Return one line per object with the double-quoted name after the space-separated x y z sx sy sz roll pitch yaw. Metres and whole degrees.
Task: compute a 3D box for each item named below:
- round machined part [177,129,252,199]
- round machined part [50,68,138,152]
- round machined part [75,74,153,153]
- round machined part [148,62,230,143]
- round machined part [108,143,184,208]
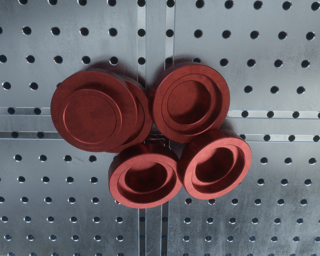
0.067 0.043 0.409 0.099 0.042 0.097 -11 123 -18 "round machined part"
-0.075 -0.016 0.352 0.099 0.042 0.097 0 110 -1 "round machined part"
-0.057 -0.021 0.395 0.099 0.042 0.097 0 110 -1 "round machined part"
0.033 -0.034 0.383 0.099 0.042 0.097 -6 112 -16 "round machined part"
-0.020 0.059 0.416 0.099 0.042 0.097 -6 125 -8 "round machined part"
